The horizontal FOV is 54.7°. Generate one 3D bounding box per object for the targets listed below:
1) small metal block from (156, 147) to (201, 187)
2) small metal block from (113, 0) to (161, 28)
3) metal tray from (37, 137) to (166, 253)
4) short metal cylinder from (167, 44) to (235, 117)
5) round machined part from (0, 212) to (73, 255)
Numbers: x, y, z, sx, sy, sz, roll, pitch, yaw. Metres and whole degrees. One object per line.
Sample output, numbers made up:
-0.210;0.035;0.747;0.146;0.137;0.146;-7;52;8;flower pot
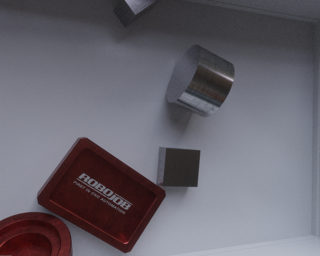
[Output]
0.025;0.053;0.421;0.050;0.025;0.050;6;88;-20;small metal block
-0.026;-0.157;0.388;0.050;0.050;0.025;-40;103;-16;small metal block
-0.069;0.082;0.383;0.130;0.030;0.090;37;78;-17;metal tray
0.051;-0.060;0.401;0.050;0.080;0.080;23;82;-19;short metal cylinder
-0.143;0.141;0.328;0.099;0.098;0.042;-8;125;-20;round machined part
